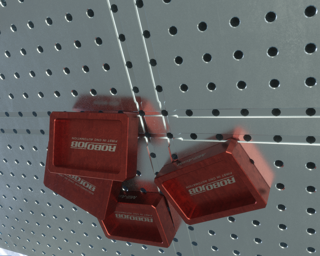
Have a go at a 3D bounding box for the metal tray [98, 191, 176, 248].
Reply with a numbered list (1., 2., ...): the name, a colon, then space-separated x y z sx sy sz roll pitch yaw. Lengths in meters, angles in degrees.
1. metal tray: -0.047 0.151 0.524 0.130 0.030 0.089 -3 117 29

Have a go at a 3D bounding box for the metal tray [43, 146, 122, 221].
1. metal tray: -0.125 0.078 0.497 0.130 0.030 0.089 24 113 21

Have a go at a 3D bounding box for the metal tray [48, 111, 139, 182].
1. metal tray: -0.097 0.023 0.440 0.130 0.030 0.089 3 91 22

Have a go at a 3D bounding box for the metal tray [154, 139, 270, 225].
1. metal tray: 0.067 0.078 0.419 0.130 0.030 0.090 -27 104 37
